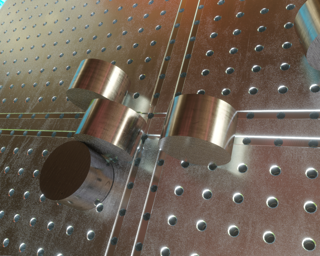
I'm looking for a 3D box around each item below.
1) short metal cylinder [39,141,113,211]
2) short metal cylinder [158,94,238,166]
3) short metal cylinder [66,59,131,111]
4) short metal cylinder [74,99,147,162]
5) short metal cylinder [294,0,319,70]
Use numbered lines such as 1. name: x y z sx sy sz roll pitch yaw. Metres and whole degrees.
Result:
1. short metal cylinder: -0.110 0.063 0.410 0.080 0.050 0.080 -13 57 22
2. short metal cylinder: 0.043 0.004 0.347 0.080 0.080 0.050 2 63 29
3. short metal cylinder: -0.089 -0.057 0.454 0.080 0.080 0.050 4 64 30
4. short metal cylinder: -0.064 0.004 0.404 0.080 0.080 0.050 8 65 31
5. short metal cylinder: 0.195 -0.107 0.336 0.080 0.080 0.050 -15 56 19
